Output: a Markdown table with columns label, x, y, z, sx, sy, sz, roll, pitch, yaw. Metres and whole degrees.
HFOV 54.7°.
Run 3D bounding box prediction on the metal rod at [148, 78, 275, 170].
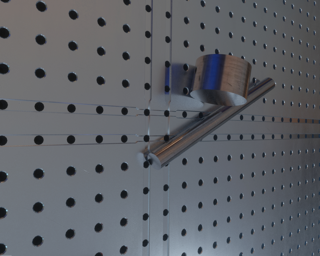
| label | x | y | z | sx | sy | sz | roll | pitch | yaw |
| --- | --- | --- | --- | --- | --- | --- | --- | --- | --- |
| metal rod | 0.098 | -0.019 | 0.490 | 0.302 | 0.025 | 0.025 | -31 | 110 | -36 |

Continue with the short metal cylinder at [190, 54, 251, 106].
| label | x | y | z | sx | sy | sz | roll | pitch | yaw |
| --- | --- | --- | --- | --- | --- | --- | --- | --- | --- |
| short metal cylinder | 0.087 | -0.067 | 0.446 | 0.081 | 0.080 | 0.050 | 17 | 79 | -39 |
